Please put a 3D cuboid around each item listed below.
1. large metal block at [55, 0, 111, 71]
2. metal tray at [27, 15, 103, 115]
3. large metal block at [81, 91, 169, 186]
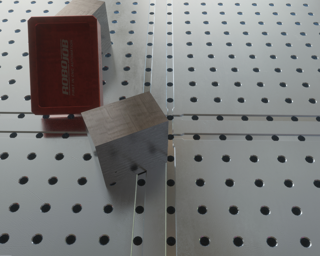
[{"bbox_3d":[-0.124,-0.151,0.498,0.050,0.080,0.080,16,52,13],"label":"large metal block"},{"bbox_3d":[-0.127,-0.083,0.422,0.091,0.030,0.129,-2,91,-2],"label":"metal tray"},{"bbox_3d":[-0.038,0.013,0.360,0.081,0.080,0.050,-20,53,-16],"label":"large metal block"}]
